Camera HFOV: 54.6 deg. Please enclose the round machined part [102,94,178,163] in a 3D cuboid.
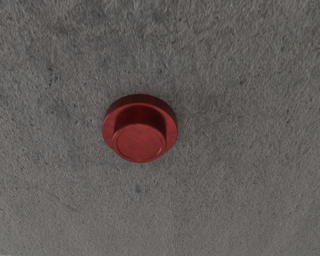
[{"bbox_3d":[-0.026,0.008,0.402,0.099,0.042,0.097,0,130,0],"label":"round machined part"}]
